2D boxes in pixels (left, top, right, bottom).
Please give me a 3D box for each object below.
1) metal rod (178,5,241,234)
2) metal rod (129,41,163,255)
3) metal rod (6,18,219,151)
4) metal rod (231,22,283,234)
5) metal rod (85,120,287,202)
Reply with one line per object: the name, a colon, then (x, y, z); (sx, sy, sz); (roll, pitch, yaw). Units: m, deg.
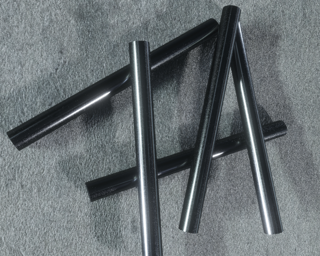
metal rod: (0.067, -0.016, 0.407); (0.025, 0.025, 0.299); (14, 84, -20)
metal rod: (-0.016, 0.047, 0.375); (0.025, 0.025, 0.298); (-4, 92, -20)
metal rod: (-0.044, -0.064, 0.392); (0.302, 0.025, 0.025); (-33, 101, -17)
metal rod: (0.127, -0.007, 0.431); (0.025, 0.025, 0.298); (-8, 84, -20)
metal rod: (0.050, 0.039, 0.427); (0.302, 0.025, 0.025); (-16, 96, -19)
